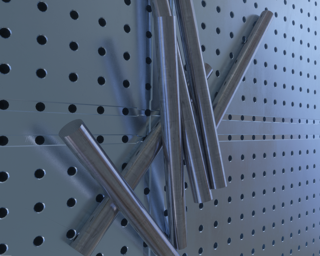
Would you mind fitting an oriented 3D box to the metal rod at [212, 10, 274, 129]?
[{"bbox_3d":[0.127,-0.089,0.513,0.025,0.025,0.300,46,63,-30],"label":"metal rod"}]

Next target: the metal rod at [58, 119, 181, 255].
[{"bbox_3d":[-0.020,0.110,0.363,0.025,0.025,0.299,-49,127,-28],"label":"metal rod"}]

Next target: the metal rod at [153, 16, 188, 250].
[{"bbox_3d":[0.016,0.019,0.388,0.025,0.025,0.298,-18,112,-38],"label":"metal rod"}]

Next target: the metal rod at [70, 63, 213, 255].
[{"bbox_3d":[-0.010,0.023,0.399,0.025,0.025,0.301,50,61,-29],"label":"metal rod"}]

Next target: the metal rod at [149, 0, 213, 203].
[{"bbox_3d":[0.024,-0.053,0.400,0.025,0.025,0.299,-12,90,-39],"label":"metal rod"}]

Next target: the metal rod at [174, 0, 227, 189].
[{"bbox_3d":[0.051,-0.068,0.420,0.025,0.025,0.299,-7,85,-40],"label":"metal rod"}]
